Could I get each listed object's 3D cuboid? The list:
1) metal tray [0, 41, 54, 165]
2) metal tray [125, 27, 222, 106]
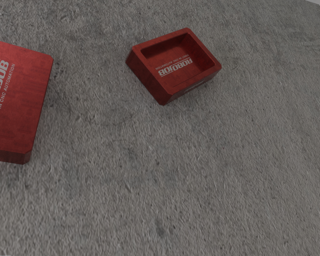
[{"bbox_3d":[-0.172,-0.032,0.328,0.091,0.030,0.130,13,56,-21],"label":"metal tray"},{"bbox_3d":[0.024,-0.098,0.472,0.131,0.030,0.090,-32,80,-38],"label":"metal tray"}]
